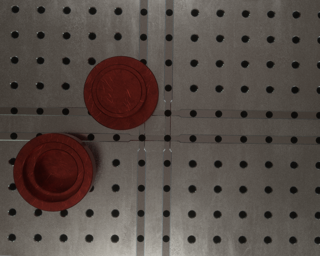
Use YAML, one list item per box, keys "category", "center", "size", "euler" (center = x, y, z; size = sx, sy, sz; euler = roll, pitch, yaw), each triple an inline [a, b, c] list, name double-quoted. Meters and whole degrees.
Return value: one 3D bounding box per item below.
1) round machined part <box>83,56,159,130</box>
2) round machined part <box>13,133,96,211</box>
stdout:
- category: "round machined part"
  center: [-0.051, -0.046, 0.404]
  size: [0.099, 0.042, 0.097]
  euler: [0, 90, -1]
- category: "round machined part"
  center: [-0.132, 0.055, 0.403]
  size: [0.099, 0.042, 0.097]
  euler: [0, 90, -1]
